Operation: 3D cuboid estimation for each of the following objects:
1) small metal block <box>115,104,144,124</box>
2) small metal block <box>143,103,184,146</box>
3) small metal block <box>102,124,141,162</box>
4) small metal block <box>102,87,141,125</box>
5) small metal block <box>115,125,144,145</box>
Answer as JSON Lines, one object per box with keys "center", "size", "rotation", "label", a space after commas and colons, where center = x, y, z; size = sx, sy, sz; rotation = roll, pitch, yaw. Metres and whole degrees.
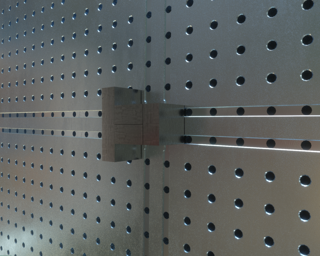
{"center": [-0.024, -0.017, 0.410], "size": [0.050, 0.050, 0.025], "rotation": [0, 90, 39], "label": "small metal block"}
{"center": [0.005, -0.004, 0.386], "size": [0.025, 0.050, 0.050], "rotation": [0, 90, 40], "label": "small metal block"}
{"center": [-0.053, 0.020, 0.434], "size": [0.025, 0.050, 0.050], "rotation": [0, 90, 40], "label": "small metal block"}
{"center": [-0.053, -0.030, 0.434], "size": [0.025, 0.050, 0.050], "rotation": [0, 90, 40], "label": "small metal block"}
{"center": [-0.024, 0.008, 0.410], "size": [0.050, 0.050, 0.025], "rotation": [0, 90, 39], "label": "small metal block"}
